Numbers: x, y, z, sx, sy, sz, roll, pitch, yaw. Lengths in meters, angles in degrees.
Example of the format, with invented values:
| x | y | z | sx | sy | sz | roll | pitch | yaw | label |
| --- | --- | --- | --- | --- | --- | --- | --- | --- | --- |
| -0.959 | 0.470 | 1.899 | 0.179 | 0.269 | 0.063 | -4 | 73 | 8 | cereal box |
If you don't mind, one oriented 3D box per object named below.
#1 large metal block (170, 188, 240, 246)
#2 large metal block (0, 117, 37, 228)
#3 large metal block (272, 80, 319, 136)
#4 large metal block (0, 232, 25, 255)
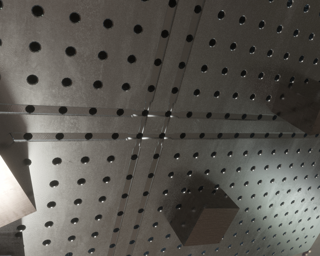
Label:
| x | y | z | sx | sy | sz | roll | pitch | yaw | label |
| --- | --- | --- | --- | --- | --- | --- | --- | --- | --- |
| 0.076 | 0.153 | 0.534 | 0.081 | 0.050 | 0.079 | 10 | 113 | -33 | large metal block |
| -0.169 | 0.042 | 0.309 | 0.050 | 0.080 | 0.080 | -23 | 127 | -15 | large metal block |
| 0.241 | -0.035 | 0.489 | 0.081 | 0.080 | 0.050 | -9 | 122 | -24 | large metal block |
| -0.222 | 0.179 | 0.385 | 0.081 | 0.050 | 0.079 | 10 | 113 | -33 | large metal block |
